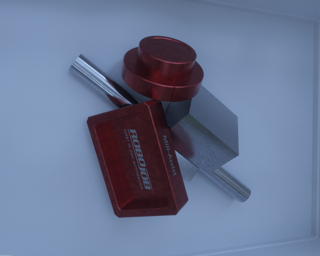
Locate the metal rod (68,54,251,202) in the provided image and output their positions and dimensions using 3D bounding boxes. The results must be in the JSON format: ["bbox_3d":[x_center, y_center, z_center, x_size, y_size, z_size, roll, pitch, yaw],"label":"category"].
[{"bbox_3d":[0.011,0.010,0.414,0.301,0.025,0.025,38,78,-16],"label":"metal rod"}]

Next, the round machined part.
[{"bbox_3d":[0.006,-0.077,0.371,0.099,0.098,0.042,-2,131,-20],"label":"round machined part"}]

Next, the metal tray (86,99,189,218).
[{"bbox_3d":[-0.027,0.038,0.367,0.030,0.090,0.129,-26,102,-60],"label":"metal tray"}]

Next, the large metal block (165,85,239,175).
[{"bbox_3d":[0.053,-0.002,0.396,0.080,0.050,0.080,39,35,-16],"label":"large metal block"}]

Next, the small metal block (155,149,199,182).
[{"bbox_3d":[0.017,0.042,0.403,0.050,0.050,0.025,40,77,-16],"label":"small metal block"}]
